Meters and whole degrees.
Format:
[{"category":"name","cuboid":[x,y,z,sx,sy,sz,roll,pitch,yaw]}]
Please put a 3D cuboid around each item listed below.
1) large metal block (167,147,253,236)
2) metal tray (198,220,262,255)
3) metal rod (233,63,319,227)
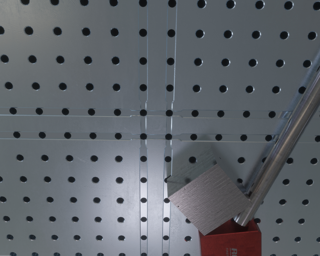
[{"category":"large metal block","cuboid":[0.067,0.089,0.433,0.080,0.050,0.080,-38,106,12]},{"category":"metal tray","cuboid":[0.111,0.209,0.489,0.091,0.030,0.129,-6,110,2]},{"category":"metal rod","cuboid":[0.176,0.009,0.418,0.025,0.025,0.298,20,109,-8]}]
